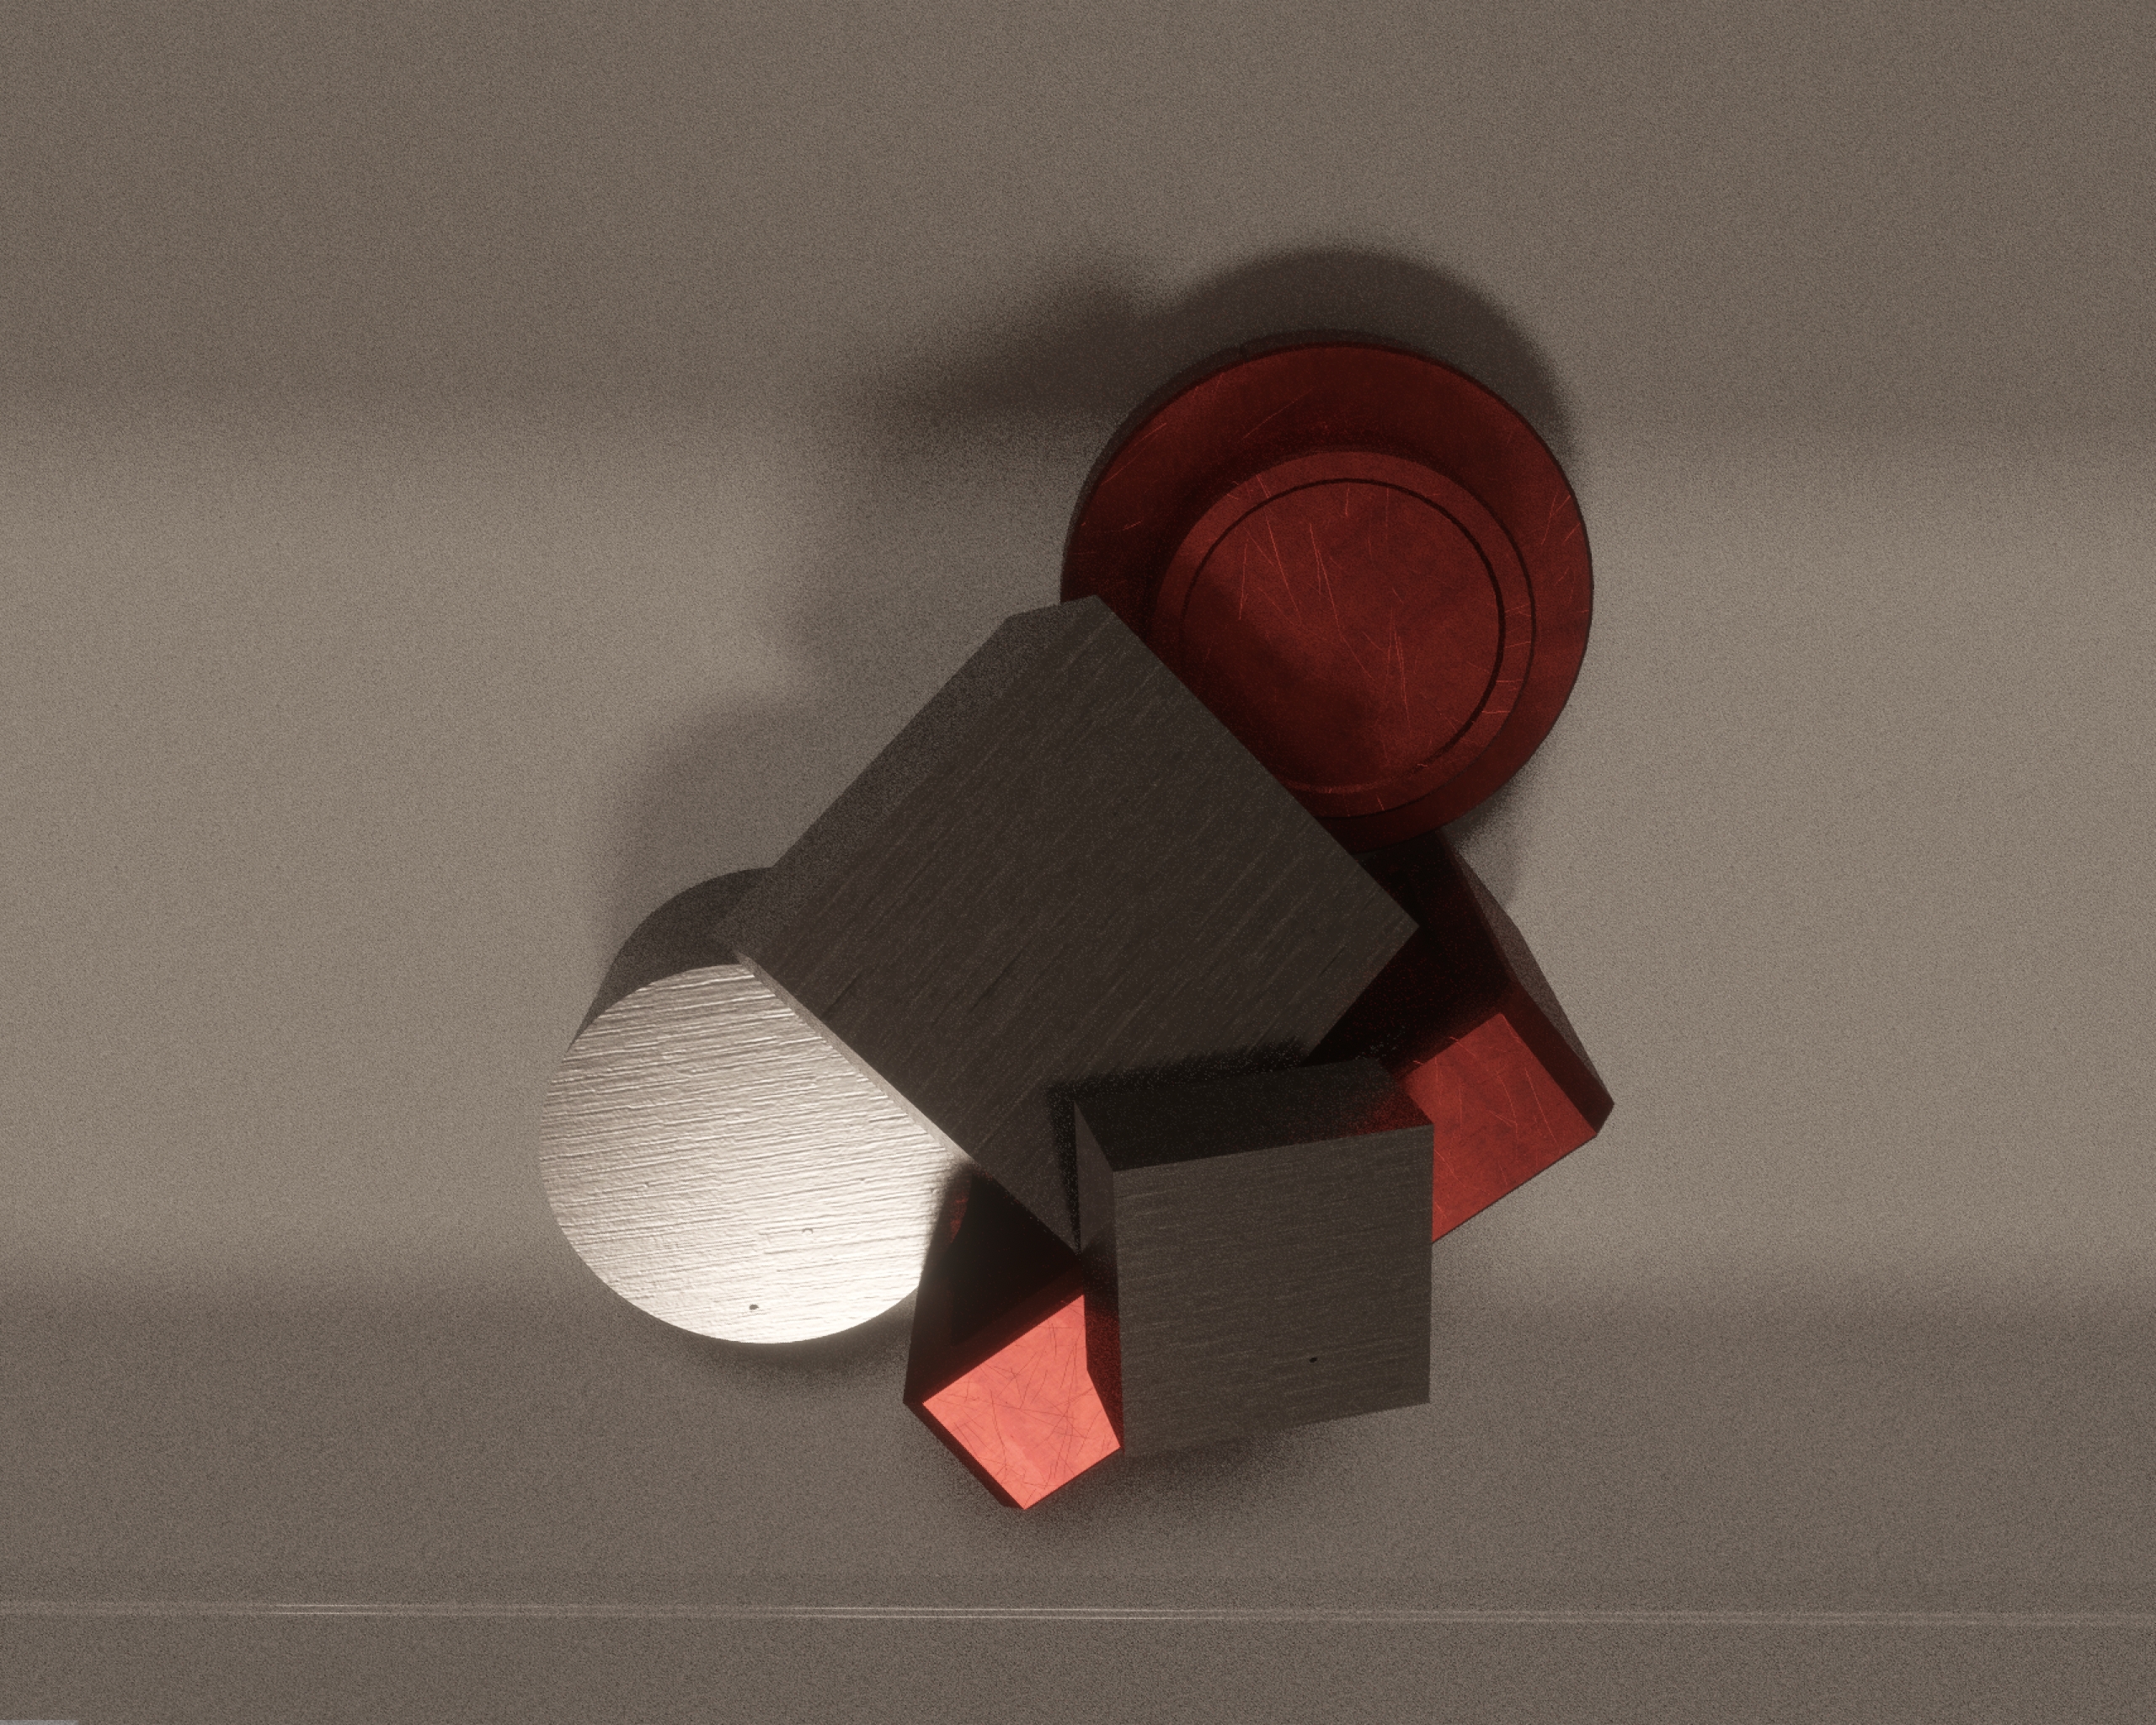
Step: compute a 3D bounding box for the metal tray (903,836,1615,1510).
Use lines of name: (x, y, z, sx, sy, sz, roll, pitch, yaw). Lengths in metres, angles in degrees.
metal tray: (0.029, 0.054, 0.395, 0.130, 0.090, 0.030, -36, 106, 11)

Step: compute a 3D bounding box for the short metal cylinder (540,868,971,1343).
short metal cylinder: (-0.060, 0.047, 0.412, 0.081, 0.050, 0.079, 0, 110, -1)

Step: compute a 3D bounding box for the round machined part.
round machined part: (0.046, -0.046, 0.384, 0.099, 0.042, 0.097, 0, 110, -1)

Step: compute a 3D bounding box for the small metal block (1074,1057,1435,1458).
small metal block: (0.028, 0.062, 0.331, 0.050, 0.025, 0.050, -7, 110, -12)

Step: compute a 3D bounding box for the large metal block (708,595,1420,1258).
large metal block: (-0.003, 0.012, 0.363, 0.080, 0.050, 0.080, 45, 79, -15)
